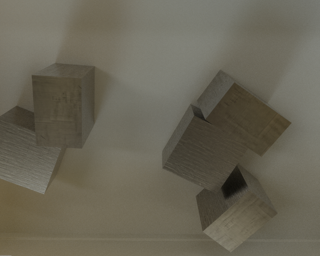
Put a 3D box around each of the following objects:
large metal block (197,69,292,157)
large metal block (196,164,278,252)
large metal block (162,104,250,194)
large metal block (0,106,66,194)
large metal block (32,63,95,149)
[{"bbox_3d":[0.097,-0.021,0.375,0.080,0.080,0.050,33,107,-11],"label":"large metal block"},{"bbox_3d":[0.099,0.103,0.421,0.050,0.080,0.080,40,105,-13],"label":"large metal block"},{"bbox_3d":[0.057,0.027,0.408,0.080,0.050,0.080,26,108,-10],"label":"large metal block"},{"bbox_3d":[-0.171,0.028,0.407,0.080,0.050,0.080,23,109,-8],"label":"large metal block"},{"bbox_3d":[-0.110,-0.029,0.369,0.050,0.080,0.079,4,110,-3],"label":"large metal block"}]
